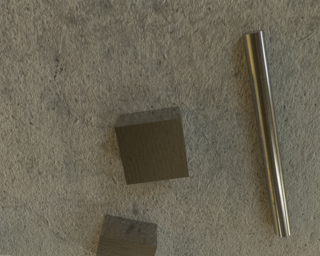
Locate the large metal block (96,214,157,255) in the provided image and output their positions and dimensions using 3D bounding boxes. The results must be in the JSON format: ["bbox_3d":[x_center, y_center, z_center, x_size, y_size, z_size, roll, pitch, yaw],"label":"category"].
[{"bbox_3d":[-0.053,0.185,0.464,0.080,0.050,0.079,13,110,-5],"label":"large metal block"}]

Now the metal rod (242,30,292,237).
[{"bbox_3d":[0.148,0.021,0.419,0.025,0.025,0.298,-14,110,5],"label":"metal rod"}]

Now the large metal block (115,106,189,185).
[{"bbox_3d":[-0.009,0.022,0.405,0.080,0.050,0.079,-8,110,2],"label":"large metal block"}]
